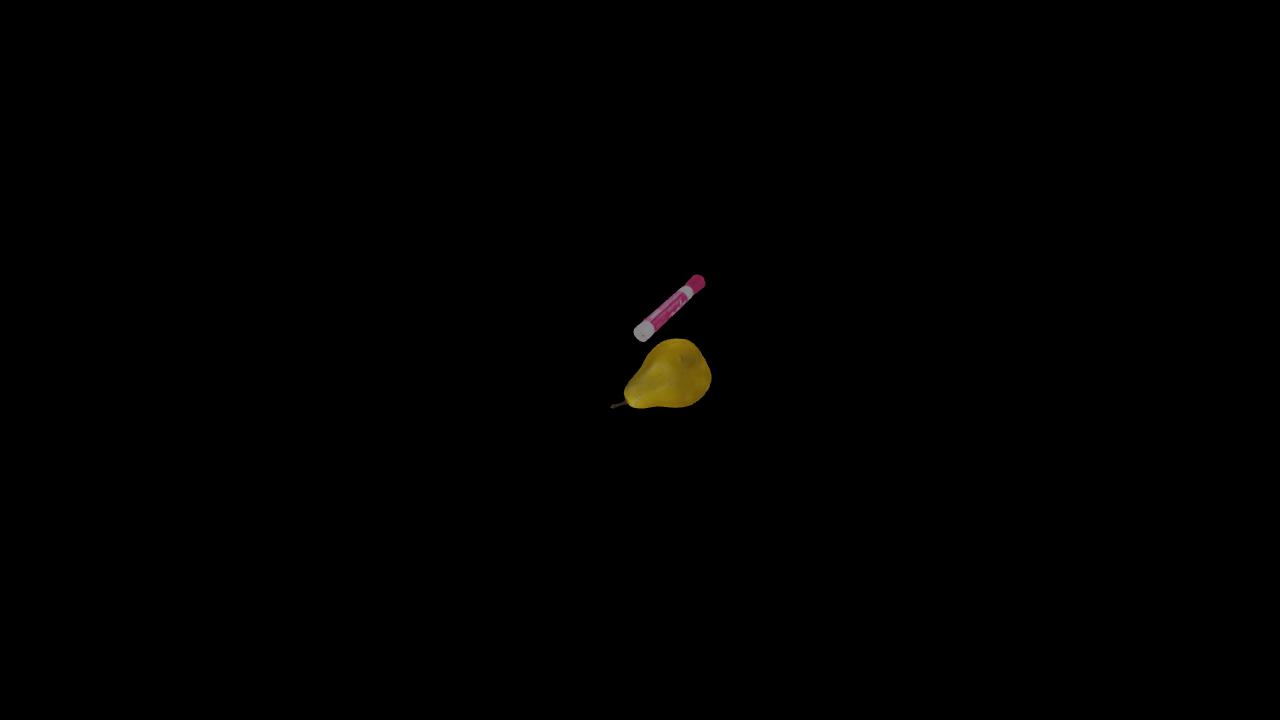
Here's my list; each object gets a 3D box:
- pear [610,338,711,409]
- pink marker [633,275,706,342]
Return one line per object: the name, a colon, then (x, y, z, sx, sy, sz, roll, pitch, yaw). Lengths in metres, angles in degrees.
pear: (0.020, 0.026, 0.659, 0.111, 0.080, 0.080, -29, 0, 0)
pink marker: (0.036, -0.061, 0.695, 0.020, 0.020, 0.121, 0, 35, 48)
